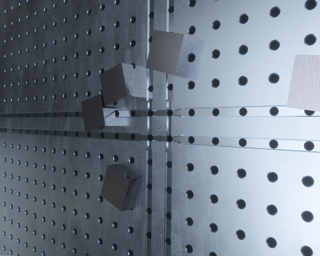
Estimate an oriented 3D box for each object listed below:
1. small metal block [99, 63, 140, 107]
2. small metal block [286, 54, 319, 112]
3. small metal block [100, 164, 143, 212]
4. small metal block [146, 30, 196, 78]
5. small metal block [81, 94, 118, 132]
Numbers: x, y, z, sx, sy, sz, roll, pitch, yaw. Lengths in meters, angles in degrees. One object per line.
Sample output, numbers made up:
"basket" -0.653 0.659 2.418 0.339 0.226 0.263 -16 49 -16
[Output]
"small metal block" -0.060 -0.063 0.461 0.050 0.025 0.050 -19 78 38
"small metal block" 0.150 -0.040 0.286 0.050 0.025 0.050 13 98 39
"small metal block" -0.058 0.087 0.459 0.050 0.025 0.050 24 105 37
"small metal block" 0.013 -0.096 0.400 0.050 0.025 0.050 23 104 38
"small metal block" -0.096 -0.023 0.491 0.050 0.025 0.050 -14 81 39
